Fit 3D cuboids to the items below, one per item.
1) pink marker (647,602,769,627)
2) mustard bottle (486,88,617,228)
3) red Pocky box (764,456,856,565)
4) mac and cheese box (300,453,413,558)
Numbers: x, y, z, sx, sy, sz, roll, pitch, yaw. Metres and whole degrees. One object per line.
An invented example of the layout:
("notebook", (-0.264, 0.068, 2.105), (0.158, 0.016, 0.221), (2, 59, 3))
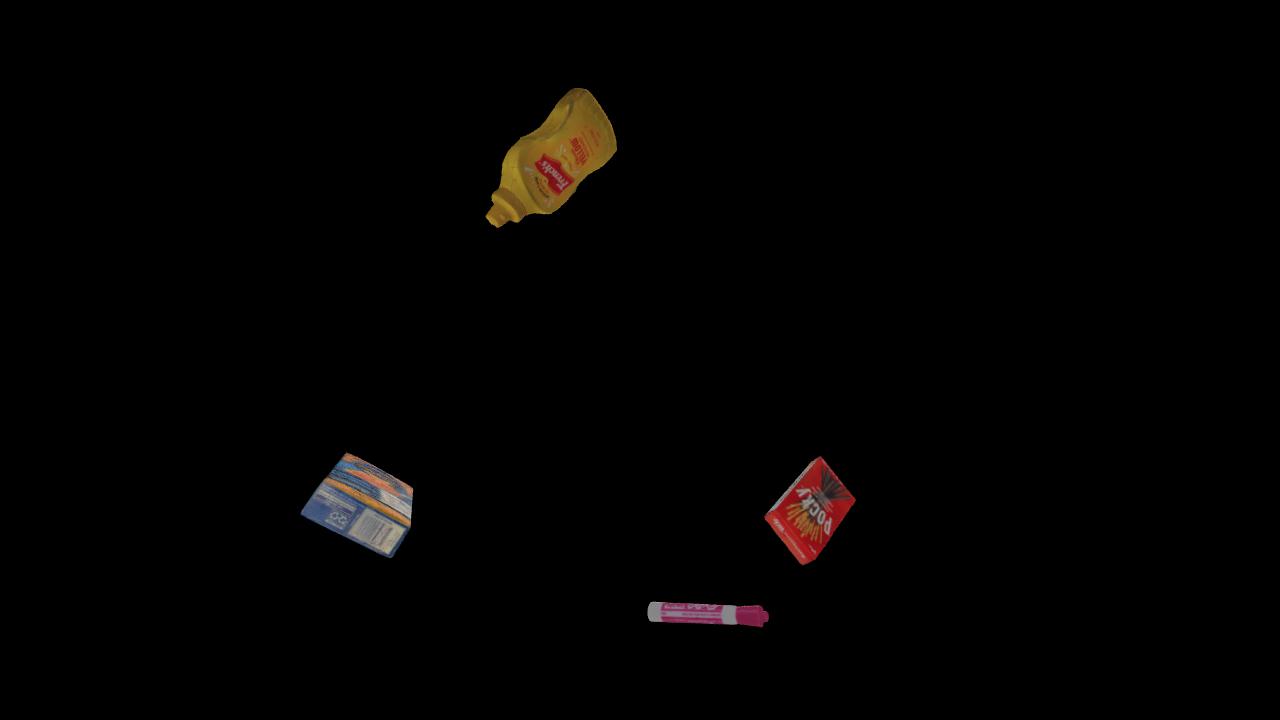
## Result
("pink marker", (0.065, 0.245, 0.594), (0.121, 0.020, 0.020), (-10, -4, 27))
("mustard bottle", (-0.109, -0.220, 0.709), (0.054, 0.184, 0.092), (30, -18, 34))
("red Pocky box", (0.241, 0.206, 0.858), (0.155, 0.083, 0.028), (-31, -9, -45))
("mac and cheese box", (-0.290, 0.147, 0.650), (0.093, 0.041, 0.184), (33, -10, -17))
